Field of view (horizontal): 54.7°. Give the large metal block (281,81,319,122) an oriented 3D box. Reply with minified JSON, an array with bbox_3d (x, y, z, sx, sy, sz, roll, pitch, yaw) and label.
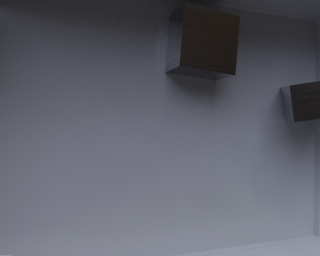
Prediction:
[{"bbox_3d":[0.226,-0.042,0.448,0.080,0.080,0.050,-8,94,13],"label":"large metal block"}]

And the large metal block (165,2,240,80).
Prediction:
[{"bbox_3d":[0.056,-0.112,0.418,0.081,0.050,0.080,5,88,-20],"label":"large metal block"}]
